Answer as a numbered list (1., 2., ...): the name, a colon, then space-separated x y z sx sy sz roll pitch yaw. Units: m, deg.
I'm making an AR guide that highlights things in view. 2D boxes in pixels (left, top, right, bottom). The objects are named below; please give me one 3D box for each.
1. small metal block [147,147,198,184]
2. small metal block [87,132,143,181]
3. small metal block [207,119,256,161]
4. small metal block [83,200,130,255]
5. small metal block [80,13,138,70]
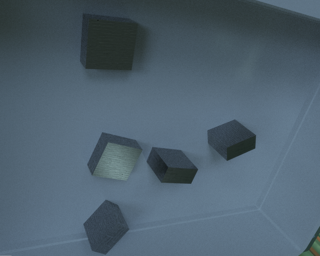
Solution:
1. small metal block: 0.017 0.053 0.436 0.050 0.050 0.025 9 114 -33
2. small metal block: -0.059 0.038 0.401 0.050 0.025 0.050 16 110 -35
3. small metal block: 0.107 0.017 0.464 0.050 0.050 0.025 -21 127 -17
4. small metal block: -0.077 0.140 0.438 0.050 0.050 0.025 -48 129 5
5. small metal block: -0.054 -0.089 0.325 0.050 0.025 0.050 -4 120 -27
